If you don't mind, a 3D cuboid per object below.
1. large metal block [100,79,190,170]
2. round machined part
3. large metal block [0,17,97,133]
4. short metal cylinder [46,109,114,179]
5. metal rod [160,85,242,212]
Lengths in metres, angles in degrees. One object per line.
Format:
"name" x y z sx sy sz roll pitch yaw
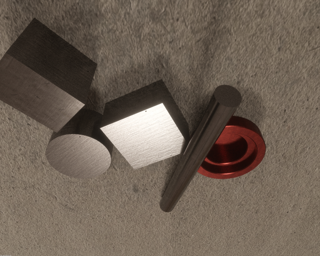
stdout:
"large metal block" -0.015 -0.002 0.389 0.080 0.050 0.080 -21 127 16
"round machined part" 0.087 0.021 0.415 0.099 0.042 0.097 -1 130 0
"large metal block" -0.119 -0.055 0.322 0.080 0.080 0.050 36 121 -27
"short metal cylinder" -0.102 0.021 0.408 0.081 0.050 0.079 0 130 0
"metal rod" 0.036 0.051 0.395 0.025 0.025 0.298 7 147 -6
